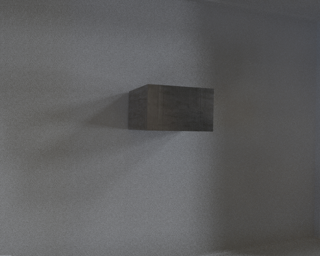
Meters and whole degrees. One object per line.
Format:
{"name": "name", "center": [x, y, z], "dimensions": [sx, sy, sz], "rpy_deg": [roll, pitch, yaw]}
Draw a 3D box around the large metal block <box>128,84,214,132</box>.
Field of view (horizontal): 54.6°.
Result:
{"name": "large metal block", "center": [0.011, -0.022, 0.382], "dimensions": [0.081, 0.080, 0.050], "rpy_deg": [1, 90, -20]}
